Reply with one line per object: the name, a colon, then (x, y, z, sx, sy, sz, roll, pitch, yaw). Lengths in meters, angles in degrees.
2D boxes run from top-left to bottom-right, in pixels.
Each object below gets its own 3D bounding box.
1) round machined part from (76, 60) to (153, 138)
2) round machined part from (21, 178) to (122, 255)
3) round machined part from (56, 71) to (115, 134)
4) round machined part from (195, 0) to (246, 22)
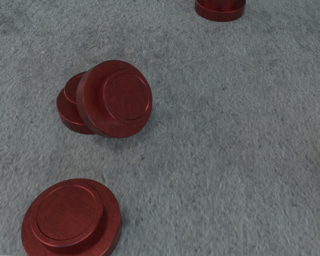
round machined part: (-0.049, -0.036, 0.384, 0.098, 0.098, 0.042, -45, 23, -31)
round machined part: (-0.090, 0.093, 0.313, 0.099, 0.042, 0.098, 0, 50, 0)
round machined part: (-0.093, -0.042, 0.426, 0.099, 0.042, 0.098, 0, 50, 0)
round machined part: (0.119, -0.253, 0.606, 0.099, 0.042, 0.098, 0, 50, 0)
